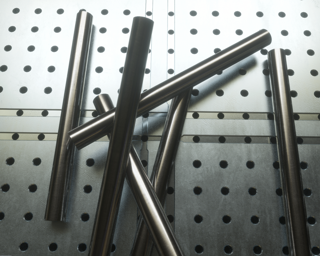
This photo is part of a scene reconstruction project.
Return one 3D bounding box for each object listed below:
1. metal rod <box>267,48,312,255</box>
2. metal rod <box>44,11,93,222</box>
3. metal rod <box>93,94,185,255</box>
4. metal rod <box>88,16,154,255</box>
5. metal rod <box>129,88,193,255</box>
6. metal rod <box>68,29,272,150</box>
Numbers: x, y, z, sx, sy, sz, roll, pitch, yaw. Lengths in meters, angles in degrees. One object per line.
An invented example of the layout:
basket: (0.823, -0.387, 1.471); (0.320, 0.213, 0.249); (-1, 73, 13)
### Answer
metal rod: (0.166, 0.031, 0.401); (0.025, 0.025, 0.299); (1, 70, 0)
metal rod: (-0.120, -0.029, 0.421); (0.025, 0.025, 0.299); (2, 70, 1)
metal rod: (-0.017, 0.078, 0.357); (0.025, 0.025, 0.299); (-24, 62, -8)
metal rod: (-0.046, 0.022, 0.356); (0.025, 0.025, 0.299); (10, 88, 4)
metal rod: (-0.002, 0.074, 0.384); (0.025, 0.025, 0.299); (14, 70, 5)
metal rod: (0.024, -0.057, 0.404); (0.301, 0.025, 0.025); (-30, 73, -15)
